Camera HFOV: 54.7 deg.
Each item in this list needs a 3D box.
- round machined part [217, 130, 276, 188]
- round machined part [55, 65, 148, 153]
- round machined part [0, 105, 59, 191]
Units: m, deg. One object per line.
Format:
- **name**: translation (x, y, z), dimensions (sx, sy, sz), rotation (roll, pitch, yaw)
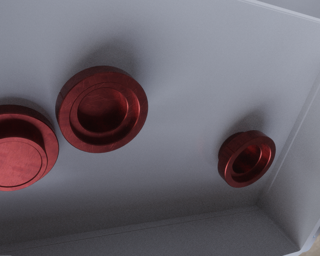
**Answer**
- **round machined part**: translation (0.134, 0.045, 0.502), dimensions (0.099, 0.042, 0.097), rotation (-14, 125, -21)
- **round machined part**: translation (-0.067, -0.024, 0.348), dimensions (0.099, 0.042, 0.097), rotation (-14, 125, -21)
- **round machined part**: translation (-0.158, 0.028, 0.329), dimensions (0.099, 0.042, 0.097), rotation (-14, 125, -21)
